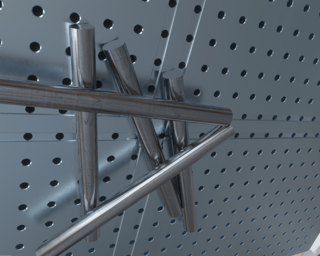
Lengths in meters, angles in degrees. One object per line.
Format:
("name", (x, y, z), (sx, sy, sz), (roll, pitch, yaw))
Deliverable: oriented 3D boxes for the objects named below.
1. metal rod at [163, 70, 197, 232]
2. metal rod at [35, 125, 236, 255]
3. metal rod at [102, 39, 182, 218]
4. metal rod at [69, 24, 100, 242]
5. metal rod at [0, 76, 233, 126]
("metal rod", (0.035, 0.055, 0.466), (0.025, 0.025, 0.298), (-21, 127, -16))
("metal rod", (-0.027, 0.082, 0.416), (0.301, 0.025, 0.025), (-33, 129, -7))
("metal rod", (-0.012, 0.024, 0.420), (0.025, 0.025, 0.299), (-27, 128, -12))
("metal rod", (-0.089, 0.028, 0.380), (0.025, 0.025, 0.298), (-9, 123, -24))
("metal rod", (-0.039, -0.026, 0.343), (0.302, 0.025, 0.025), (5, 116, -31))
